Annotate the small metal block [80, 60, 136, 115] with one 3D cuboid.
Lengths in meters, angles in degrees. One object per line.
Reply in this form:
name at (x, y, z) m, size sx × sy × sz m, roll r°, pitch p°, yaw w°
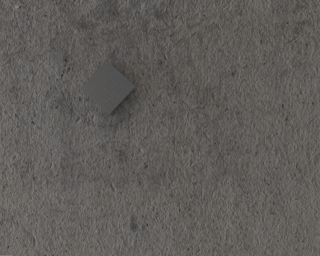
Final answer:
small metal block at (-0.067, -0.052, 0.410) m, size 0.050 × 0.025 × 0.050 m, roll 43°, pitch 90°, yaw 0°
